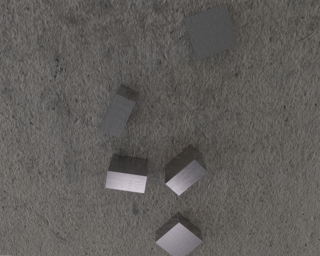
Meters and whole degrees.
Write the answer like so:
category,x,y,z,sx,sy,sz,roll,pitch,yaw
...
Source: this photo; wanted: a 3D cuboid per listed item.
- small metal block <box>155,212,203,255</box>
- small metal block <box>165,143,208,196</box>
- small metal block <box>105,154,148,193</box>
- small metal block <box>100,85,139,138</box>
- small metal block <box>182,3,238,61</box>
category,x,y,z,sx,sy,sz,roll,pitch,yaw
small metal block,0.028,0.165,0.471,0.050,0.025,0.050,42,105,-14
small metal block,0.034,0.055,0.417,0.050,0.050,0.025,-42,105,14
small metal block,-0.043,0.061,0.418,0.050,0.050,0.025,9,110,-4
small metal block,-0.050,-0.022,0.388,0.025,0.050,0.050,24,108,-9
small metal block,0.059,-0.114,0.368,0.050,0.025,0.050,-19,109,6
